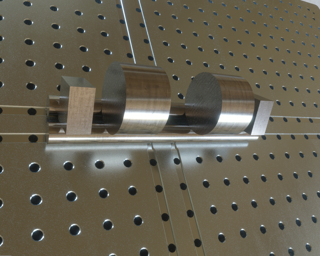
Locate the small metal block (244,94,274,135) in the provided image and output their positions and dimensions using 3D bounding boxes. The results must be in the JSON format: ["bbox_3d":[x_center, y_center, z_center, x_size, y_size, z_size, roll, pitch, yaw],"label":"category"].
[{"bbox_3d":[0.130,-0.022,0.446,0.025,0.050,0.050,0,21,-28],"label":"small metal block"}]

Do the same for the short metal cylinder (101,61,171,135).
[{"bbox_3d":[-0.029,-0.032,0.348,0.050,0.080,0.080,1,62,-28],"label":"short metal cylinder"}]

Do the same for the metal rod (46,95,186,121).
[{"bbox_3d":[0.005,-0.023,0.425,0.303,0.025,0.025,1,62,-28],"label":"metal rod"}]

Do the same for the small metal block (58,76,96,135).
[{"bbox_3d":[-0.090,-0.025,0.330,0.025,0.050,0.050,1,20,-28],"label":"small metal block"}]

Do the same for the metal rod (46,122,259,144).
[{"bbox_3d":[0.010,0.007,0.409,0.303,0.025,0.025,1,62,-28],"label":"metal rod"}]

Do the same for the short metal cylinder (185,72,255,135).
[{"bbox_3d":[0.075,-0.031,0.404,0.050,0.080,0.080,1,62,-28],"label":"short metal cylinder"}]
